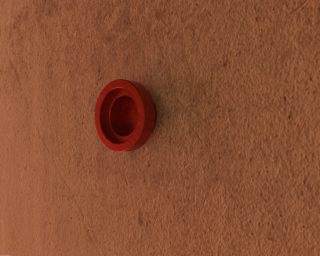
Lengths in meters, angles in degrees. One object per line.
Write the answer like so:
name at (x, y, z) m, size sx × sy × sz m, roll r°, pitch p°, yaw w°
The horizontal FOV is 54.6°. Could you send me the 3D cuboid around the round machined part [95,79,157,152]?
round machined part at (-0.043, -0.017, 0.431) m, size 0.098 × 0.042 × 0.097 m, roll 0°, pitch 90°, yaw 40°
